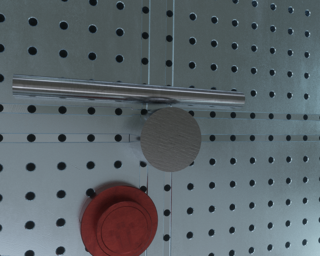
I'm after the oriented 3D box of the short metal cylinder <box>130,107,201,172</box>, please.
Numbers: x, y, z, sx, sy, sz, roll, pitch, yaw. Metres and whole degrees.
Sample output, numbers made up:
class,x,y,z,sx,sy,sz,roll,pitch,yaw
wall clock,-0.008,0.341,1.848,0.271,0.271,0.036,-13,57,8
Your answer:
class,x,y,z,sx,sy,sz,roll,pitch,yaw
short metal cylinder,0.006,0.014,0.402,0.081,0.050,0.079,0,90,-20

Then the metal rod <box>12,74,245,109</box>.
class,x,y,z,sx,sy,sz,roll,pitch,yaw
metal rod,-0.024,-0.045,0.403,0.302,0.025,0.025,2,90,-20

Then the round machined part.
class,x,y,z,sx,sy,sz,roll,pitch,yaw
round machined part,-0.049,0.121,0.386,0.099,0.042,0.097,0,90,-20
